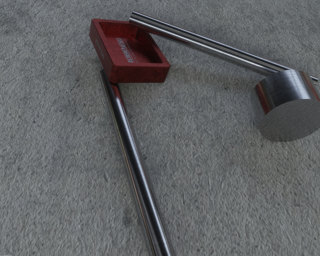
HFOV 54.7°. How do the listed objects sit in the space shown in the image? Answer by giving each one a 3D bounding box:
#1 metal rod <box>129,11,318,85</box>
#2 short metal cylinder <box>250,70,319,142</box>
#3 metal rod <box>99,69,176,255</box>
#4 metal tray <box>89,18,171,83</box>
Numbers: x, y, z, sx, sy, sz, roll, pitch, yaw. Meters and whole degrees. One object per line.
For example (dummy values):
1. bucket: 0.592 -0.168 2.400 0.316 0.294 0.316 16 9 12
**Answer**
1. metal rod: 0.092 -0.122 0.483 0.301 0.025 0.025 23 54 10
2. short metal cylinder: 0.160 -0.026 0.390 0.081 0.080 0.050 -2 50 -2
3. metal rod: -0.036 0.028 0.378 0.025 0.025 0.300 -13 51 -11
4. metal tray: -0.050 -0.122 0.484 0.091 0.030 0.130 -5 48 -28
